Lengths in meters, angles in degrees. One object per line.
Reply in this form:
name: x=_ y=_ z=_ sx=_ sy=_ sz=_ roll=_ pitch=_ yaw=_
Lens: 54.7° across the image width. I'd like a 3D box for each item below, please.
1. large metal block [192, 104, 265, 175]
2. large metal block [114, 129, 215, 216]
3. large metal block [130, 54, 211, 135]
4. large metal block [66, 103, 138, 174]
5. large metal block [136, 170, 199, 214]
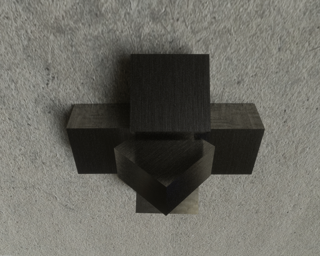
large metal block: x=0.081 y=0.015 z=0.403 sx=0.081 sy=0.050 sz=0.079 roll=0 pitch=130 yaw=-1
large metal block: x=0.005 y=0.041 z=0.364 sx=0.080 sy=0.081 sz=0.050 roll=32 pitch=140 yaw=32
large metal block: x=0.010 y=-0.034 z=0.337 sx=0.081 sy=0.080 sz=0.050 roll=0 pitch=174 yaw=0
large metal block: x=-0.068 y=0.014 z=0.403 sx=0.081 sy=0.050 sz=0.079 roll=0 pitch=130 yaw=0
large metal block: x=0.009 y=0.087 z=0.439 sx=0.081 sy=0.080 sz=0.050 roll=2 pitch=87 yaw=-1
